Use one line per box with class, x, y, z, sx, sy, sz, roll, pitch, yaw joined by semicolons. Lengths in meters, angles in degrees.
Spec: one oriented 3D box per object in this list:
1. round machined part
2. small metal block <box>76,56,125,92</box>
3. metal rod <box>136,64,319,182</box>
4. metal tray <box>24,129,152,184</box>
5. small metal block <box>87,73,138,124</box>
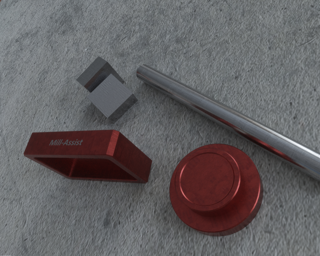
round machined part;0.055;0.060;0.327;0.098;0.042;0.098;-13;56;20
small metal block;-0.091;-0.073;0.479;0.050;0.050;0.025;-48;51;-6
metal rod;0.073;-0.018;0.375;0.300;0.025;0.025;34;81;38
metal tray;-0.087;0.037;0.383;0.130;0.090;0.030;-2;61;27
small metal block;-0.070;-0.043;0.457;0.050;0.025;0.050;-45;68;-4
